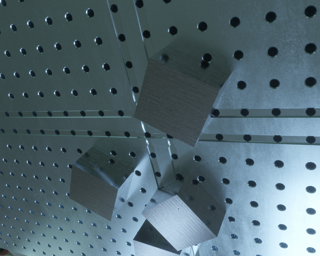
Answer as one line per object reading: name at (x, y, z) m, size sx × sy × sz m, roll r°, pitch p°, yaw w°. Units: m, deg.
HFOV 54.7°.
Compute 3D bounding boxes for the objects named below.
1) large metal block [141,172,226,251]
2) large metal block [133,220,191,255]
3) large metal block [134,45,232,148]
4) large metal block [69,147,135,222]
large metal block at (0.035, 0.123, 0.452) m, size 0.080 × 0.050 × 0.080 m, roll 48°, pitch 129°, yaw -6°
large metal block at (0.007, 0.207, 0.518) m, size 0.080 × 0.050 × 0.079 m, roll 9°, pitch 122°, yaw 23°
large metal block at (0.024, -0.037, 0.358) m, size 0.080 × 0.050 × 0.079 m, roll 27°, pitch 128°, yaw 11°
large metal block at (-0.095, 0.090, 0.499) m, size 0.080 × 0.050 × 0.079 m, roll 26°, pitch 127°, yaw 12°
